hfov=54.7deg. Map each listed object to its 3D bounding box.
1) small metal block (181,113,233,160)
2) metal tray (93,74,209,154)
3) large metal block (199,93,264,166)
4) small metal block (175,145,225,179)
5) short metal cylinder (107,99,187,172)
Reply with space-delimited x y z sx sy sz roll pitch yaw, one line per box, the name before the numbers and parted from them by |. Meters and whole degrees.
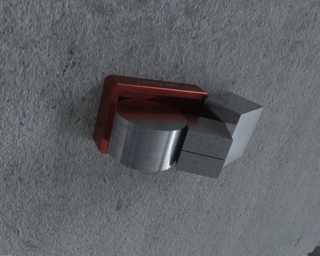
small metal block | 0.051 0.009 0.358 0.050 0.050 0.025 13 113 -6
metal tray | -0.011 -0.014 0.391 0.131 0.030 0.089 2 118 -30
large metal block | 0.090 0.001 0.423 0.081 0.050 0.079 -16 130 -52
small metal block | 0.045 0.031 0.368 0.050 0.050 0.025 13 113 -6
short metal cylinder | -0.015 0.006 0.351 0.081 0.080 0.050 1 118 -29
